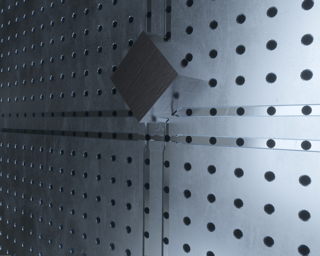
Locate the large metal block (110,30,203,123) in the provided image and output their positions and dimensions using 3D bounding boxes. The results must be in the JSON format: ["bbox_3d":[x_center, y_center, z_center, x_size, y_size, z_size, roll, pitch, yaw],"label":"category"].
[{"bbox_3d":[-0.007,-0.063,0.397,0.080,0.050,0.080,-49,62,28],"label":"large metal block"}]
